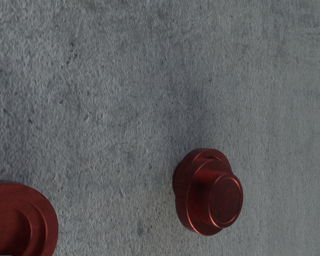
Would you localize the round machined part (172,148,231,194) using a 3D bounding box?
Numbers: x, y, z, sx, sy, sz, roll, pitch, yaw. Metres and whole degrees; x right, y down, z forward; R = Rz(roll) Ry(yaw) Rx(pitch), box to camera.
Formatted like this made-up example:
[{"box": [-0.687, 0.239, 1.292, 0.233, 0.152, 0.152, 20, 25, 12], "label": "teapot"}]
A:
[{"box": [0.056, 0.077, 0.441, 0.099, 0.042, 0.097, 0, 90, -40], "label": "round machined part"}]

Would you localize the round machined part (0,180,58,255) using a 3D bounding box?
[{"box": [-0.145, 0.094, 0.272, 0.099, 0.042, 0.097, 0, 90, -40], "label": "round machined part"}]

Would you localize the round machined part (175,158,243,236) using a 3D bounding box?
[{"box": [0.070, 0.089, 0.397, 0.099, 0.042, 0.097, 0, 91, -40], "label": "round machined part"}]
